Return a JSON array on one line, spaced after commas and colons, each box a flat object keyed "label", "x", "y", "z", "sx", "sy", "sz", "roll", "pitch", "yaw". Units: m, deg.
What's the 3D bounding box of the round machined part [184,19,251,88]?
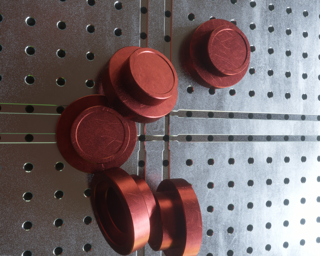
[{"label": "round machined part", "x": 0.087, "y": -0.106, "z": 0.437, "sx": 0.099, "sy": 0.042, "sz": 0.097, "roll": 0, "pitch": 90, "yaw": -21}]

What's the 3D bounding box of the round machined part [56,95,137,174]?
[{"label": "round machined part", "x": -0.075, "y": 0.008, "z": 0.377, "sx": 0.099, "sy": 0.042, "sz": 0.097, "roll": 0, "pitch": 90, "yaw": -21}]

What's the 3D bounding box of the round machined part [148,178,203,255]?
[{"label": "round machined part", "x": 0.010, "y": 0.112, "z": 0.378, "sx": 0.042, "sy": 0.098, "sz": 0.097, "roll": 0, "pitch": 90, "yaw": -22}]

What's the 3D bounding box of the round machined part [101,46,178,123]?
[{"label": "round machined part", "x": -0.017, "y": -0.058, "z": 0.378, "sx": 0.099, "sy": 0.042, "sz": 0.098, "roll": 16, "pitch": 61, "yaw": -30}]

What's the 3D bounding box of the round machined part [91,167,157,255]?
[{"label": "round machined part", "x": -0.040, "y": 0.092, "z": 0.363, "sx": 0.042, "sy": 0.098, "sz": 0.097, "roll": -14, "pitch": 95, "yaw": -36}]
